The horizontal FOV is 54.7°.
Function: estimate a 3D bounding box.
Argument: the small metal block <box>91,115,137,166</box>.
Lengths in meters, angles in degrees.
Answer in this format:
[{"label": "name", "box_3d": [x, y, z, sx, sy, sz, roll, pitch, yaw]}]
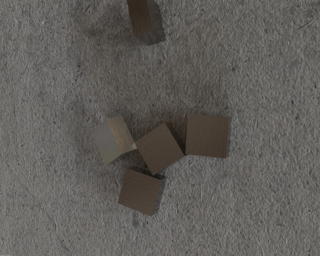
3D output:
[{"label": "small metal block", "box_3d": [-0.063, 0.017, 0.420, 0.050, 0.025, 0.050, -36, 77, 48]}]

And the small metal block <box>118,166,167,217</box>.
[{"label": "small metal block", "box_3d": [-0.024, 0.084, 0.417, 0.050, 0.025, 0.050, 17, 96, 19]}]

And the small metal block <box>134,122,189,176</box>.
[{"label": "small metal block", "box_3d": [0.003, 0.027, 0.408, 0.050, 0.025, 0.050, -34, 79, 17]}]

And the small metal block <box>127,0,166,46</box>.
[{"label": "small metal block", "box_3d": [-0.017, -0.140, 0.402, 0.025, 0.050, 0.050, -13, 86, 20]}]

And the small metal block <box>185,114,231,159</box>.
[{"label": "small metal block", "box_3d": [0.061, 0.010, 0.387, 0.050, 0.025, 0.050, 4, 92, 20]}]
